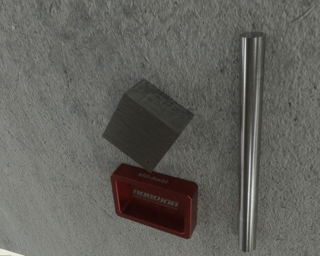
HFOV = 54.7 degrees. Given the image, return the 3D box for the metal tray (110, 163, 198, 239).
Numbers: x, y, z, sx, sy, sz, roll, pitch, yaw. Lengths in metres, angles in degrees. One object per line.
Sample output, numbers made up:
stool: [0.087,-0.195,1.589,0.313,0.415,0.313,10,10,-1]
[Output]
metal tray: [-0.009,0.112,0.477,0.130,0.030,0.089,12,124,21]

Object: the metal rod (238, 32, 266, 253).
metal rod: [0.108,0.039,0.373,0.025,0.025,0.298,7,122,24]

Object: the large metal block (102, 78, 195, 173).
large metal block: [-0.016,-0.003,0.398,0.080,0.050,0.080,37,129,3]
